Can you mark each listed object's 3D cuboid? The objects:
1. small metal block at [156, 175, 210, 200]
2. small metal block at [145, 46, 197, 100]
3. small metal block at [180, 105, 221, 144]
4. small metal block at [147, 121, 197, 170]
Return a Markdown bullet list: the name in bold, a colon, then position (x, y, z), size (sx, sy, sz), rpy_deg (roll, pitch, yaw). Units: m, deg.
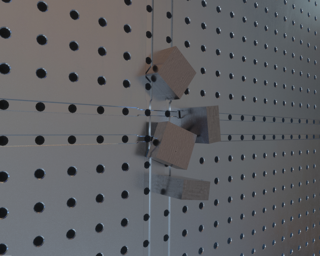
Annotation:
- **small metal block**: position (0.031, 0.080, 0.418), size (0.050, 0.050, 0.025), rpy_deg (12, 82, -39)
- **small metal block**: position (0.016, -0.074, 0.421), size (0.050, 0.025, 0.050), rpy_deg (46, 62, -30)
- **small metal block**: position (0.057, -0.005, 0.439), size (0.025, 0.050, 0.050), rpy_deg (-8, 96, -40)
- **small metal block**: position (0.017, 0.024, 0.417), size (0.050, 0.025, 0.050), rpy_deg (25, 74, -27)
